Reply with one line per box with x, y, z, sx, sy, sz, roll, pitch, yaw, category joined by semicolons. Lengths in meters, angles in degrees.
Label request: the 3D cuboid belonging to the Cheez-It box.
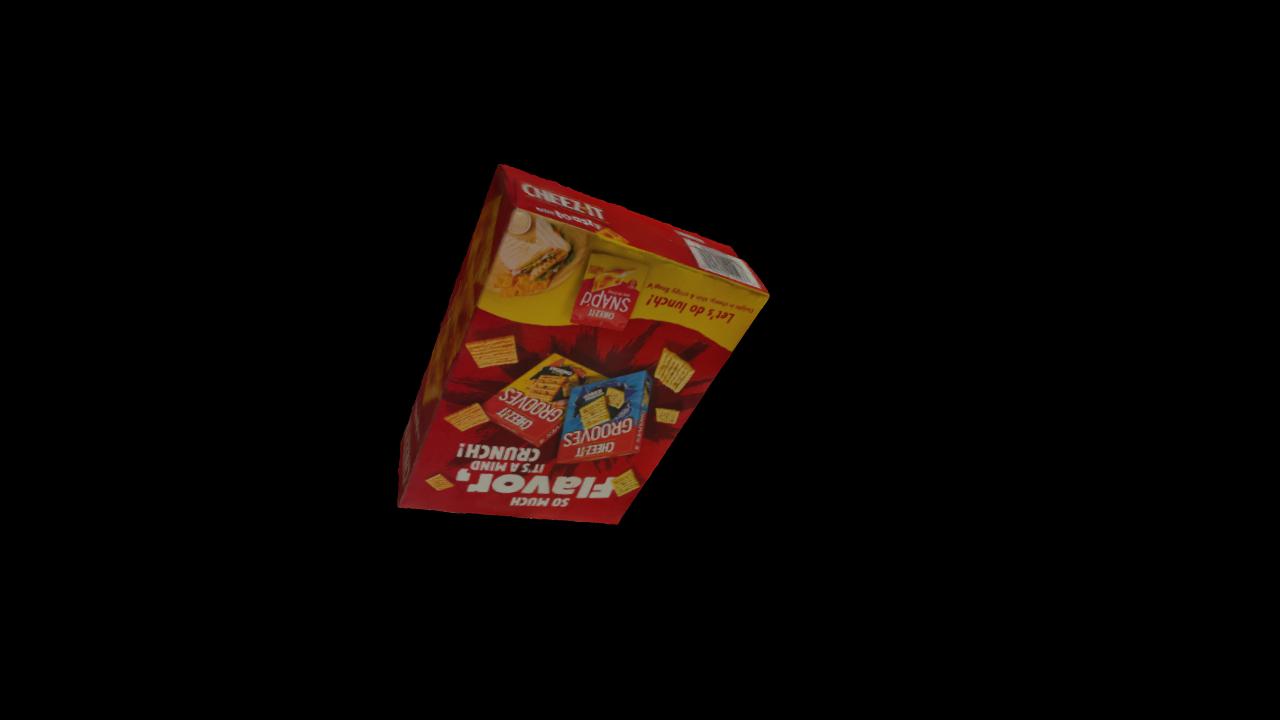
-0.046;0.010;0.403;0.166;0.223;0.071;13;32;-28;Cheez-It box
